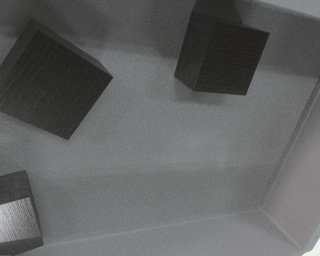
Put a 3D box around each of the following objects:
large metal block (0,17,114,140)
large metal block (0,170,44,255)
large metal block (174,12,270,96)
[{"bbox_3d":[-0.108,-0.046,0.305,0.080,0.050,0.080,30,102,-38],"label":"large metal block"},{"bbox_3d":[-0.186,0.104,0.355,0.081,0.050,0.079,-13,124,-21],"label":"large metal block"},{"bbox_3d":[0.073,-0.088,0.377,0.081,0.050,0.079,1,118,-29],"label":"large metal block"}]
